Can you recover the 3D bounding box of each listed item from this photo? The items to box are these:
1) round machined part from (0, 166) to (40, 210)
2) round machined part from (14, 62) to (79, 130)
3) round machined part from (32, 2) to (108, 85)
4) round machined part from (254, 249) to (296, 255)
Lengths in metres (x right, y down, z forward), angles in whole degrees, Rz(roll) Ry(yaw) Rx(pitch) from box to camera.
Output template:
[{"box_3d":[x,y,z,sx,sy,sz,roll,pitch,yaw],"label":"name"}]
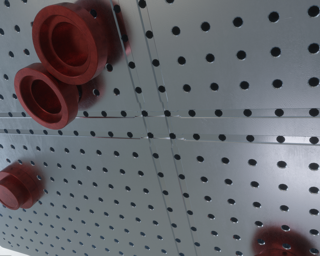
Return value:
[{"box_3d":[-0.303,0.131,0.643,0.098,0.042,0.097,13,124,21],"label":"round machined part"},{"box_3d":[-0.158,-0.049,0.451,0.098,0.042,0.097,16,129,21],"label":"round machined part"},{"box_3d":[-0.108,-0.107,0.392,0.098,0.042,0.097,13,124,21],"label":"round machined part"},{"box_3d":[0.171,0.213,0.442,0.098,0.042,0.097,13,124,21],"label":"round machined part"}]
